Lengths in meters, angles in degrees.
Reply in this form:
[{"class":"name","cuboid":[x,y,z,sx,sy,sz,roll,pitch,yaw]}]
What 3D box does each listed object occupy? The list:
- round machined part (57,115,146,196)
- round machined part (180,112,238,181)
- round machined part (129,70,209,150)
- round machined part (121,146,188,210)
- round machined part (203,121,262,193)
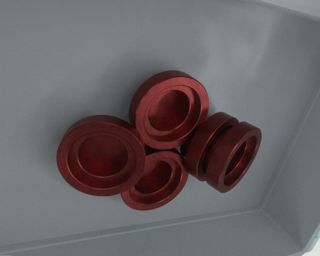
[{"class":"round machined part","cuboid":[-0.066,0.028,0.364,0.099,0.042,0.097,-2,116,-4]},{"class":"round machined part","cuboid":[0.066,0.021,0.431,0.099,0.042,0.097,-33,139,-34]},{"class":"round machined part","cuboid":[0.008,-0.025,0.383,0.099,0.042,0.097,-14,124,-21]},{"class":"round machined part","cuboid":[-0.013,0.062,0.426,0.099,0.042,0.097,-14,124,-21]},{"class":"round machined part","cuboid":[0.091,0.034,0.416,0.099,0.042,0.097,-33,140,-34]}]
